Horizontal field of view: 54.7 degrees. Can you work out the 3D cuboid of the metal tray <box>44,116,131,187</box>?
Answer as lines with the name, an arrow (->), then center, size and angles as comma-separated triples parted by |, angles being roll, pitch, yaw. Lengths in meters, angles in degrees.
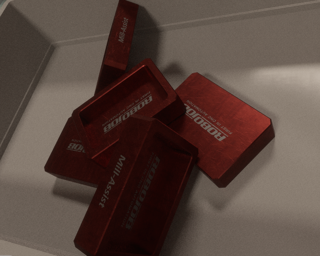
metal tray -> -0.088, 0.033, 0.426 | 0.130, 0.030, 0.090 | 7, 65, 30

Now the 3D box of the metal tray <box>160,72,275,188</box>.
metal tray -> 0.057, -0.003, 0.374 | 0.090, 0.030, 0.130 | -45, 51, -4

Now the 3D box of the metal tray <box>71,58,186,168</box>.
metal tray -> -0.043, -0.021, 0.397 | 0.130, 0.030, 0.090 | -35, 51, 4

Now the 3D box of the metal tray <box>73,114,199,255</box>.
metal tray -> -0.016, 0.063, 0.302 | 0.030, 0.090, 0.130 | 14, 76, 40

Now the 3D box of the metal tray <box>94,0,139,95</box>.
metal tray -> -0.066, -0.118, 0.470 | 0.030, 0.090, 0.130 | 15, 59, -14
